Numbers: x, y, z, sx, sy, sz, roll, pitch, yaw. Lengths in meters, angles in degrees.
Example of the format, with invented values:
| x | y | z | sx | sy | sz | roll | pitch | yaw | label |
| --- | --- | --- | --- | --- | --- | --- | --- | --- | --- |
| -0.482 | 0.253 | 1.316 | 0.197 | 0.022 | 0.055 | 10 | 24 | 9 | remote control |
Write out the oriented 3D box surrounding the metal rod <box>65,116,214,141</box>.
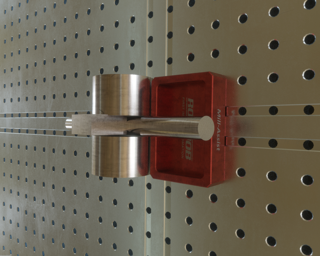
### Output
| x | y | z | sx | sy | sz | roll | pitch | yaw | label |
| --- | --- | --- | --- | --- | --- | --- | --- | --- | --- |
| -0.053 | -0.003 | 0.422 | 0.300 | 0.025 | 0.025 | 2 | 92 | 49 | metal rod |

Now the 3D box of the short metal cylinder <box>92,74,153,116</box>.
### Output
| x | y | z | sx | sy | sz | roll | pitch | yaw | label |
| --- | --- | --- | --- | --- | --- | --- | --- | --- | --- |
| -0.049 | -0.041 | 0.412 | 0.080 | 0.081 | 0.050 | 1 | 91 | 40 | short metal cylinder |

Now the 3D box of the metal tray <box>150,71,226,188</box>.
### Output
| x | y | z | sx | sy | sz | roll | pitch | yaw | label |
| --- | --- | --- | --- | --- | --- | --- | --- | --- | --- |
| 0.032 | 0.001 | 0.379 | 0.090 | 0.030 | 0.129 | 2 | 91 | 40 | metal tray |

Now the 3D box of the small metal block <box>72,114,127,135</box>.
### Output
| x | y | z | sx | sy | sz | roll | pitch | yaw | label |
| --- | --- | --- | --- | --- | --- | --- | --- | --- | --- |
| -0.078 | -0.004 | 0.395 | 0.050 | 0.050 | 0.025 | 1 | 91 | 48 | small metal block |

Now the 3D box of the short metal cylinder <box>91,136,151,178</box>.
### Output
| x | y | z | sx | sy | sz | roll | pitch | yaw | label |
| --- | --- | --- | --- | --- | --- | --- | --- | --- | --- |
| -0.051 | 0.035 | 0.415 | 0.080 | 0.081 | 0.050 | 2 | 92 | 40 | short metal cylinder |
